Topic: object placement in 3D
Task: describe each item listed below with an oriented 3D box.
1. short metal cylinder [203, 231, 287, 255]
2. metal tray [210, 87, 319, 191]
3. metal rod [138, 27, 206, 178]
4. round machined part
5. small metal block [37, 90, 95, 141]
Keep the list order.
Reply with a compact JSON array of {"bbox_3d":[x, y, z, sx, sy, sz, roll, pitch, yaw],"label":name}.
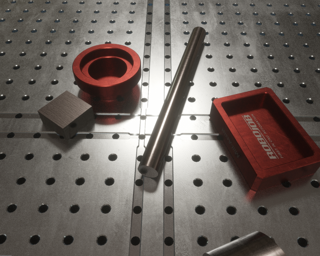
[{"bbox_3d":[0.077,0.135,0.259,0.050,0.080,0.080,-17,52,-14],"label":"short metal cylinder"},{"bbox_3d":[0.131,0.008,0.399,0.091,0.030,0.130,-14,52,-12],"label":"metal tray"},{"bbox_3d":[0.028,-0.059,0.457,0.025,0.025,0.300,13,51,10],"label":"metal rod"},{"bbox_3d":[-0.077,-0.080,0.463,0.099,0.042,0.098,0,50,0],"label":"round machined part"},{"bbox_3d":[-0.126,-0.018,0.421,0.050,0.025,0.050,31,56,23],"label":"small metal block"}]
